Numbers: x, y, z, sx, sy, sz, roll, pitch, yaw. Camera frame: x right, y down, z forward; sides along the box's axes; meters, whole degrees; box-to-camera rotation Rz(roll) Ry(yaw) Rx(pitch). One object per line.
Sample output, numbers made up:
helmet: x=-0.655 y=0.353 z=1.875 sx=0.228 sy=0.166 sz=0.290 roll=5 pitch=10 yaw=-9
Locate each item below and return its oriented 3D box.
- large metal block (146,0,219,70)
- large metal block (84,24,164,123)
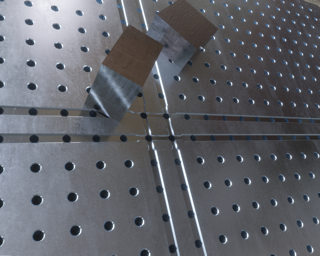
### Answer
large metal block: x=0.035 y=-0.154 z=0.505 sx=0.080 sy=0.050 sz=0.080 roll=41 pitch=51 yaw=0
large metal block: x=-0.045 y=-0.067 z=0.389 sx=0.050 sy=0.080 sz=0.080 roll=29 pitch=52 yaw=-10
